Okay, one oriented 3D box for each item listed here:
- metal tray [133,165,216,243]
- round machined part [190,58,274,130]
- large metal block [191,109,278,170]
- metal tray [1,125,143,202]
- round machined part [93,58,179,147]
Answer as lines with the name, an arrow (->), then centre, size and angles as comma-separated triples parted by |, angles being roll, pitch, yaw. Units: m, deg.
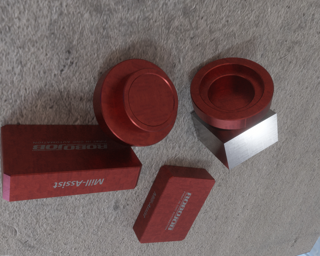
metal tray -> 0.022, 0.123, 0.494 | 0.091, 0.030, 0.129 | 10, 113, -33
round machined part -> 0.089, -0.039, 0.390 | 0.098, 0.098, 0.042 | -31, 147, -9
large metal block -> 0.102, -0.001, 0.427 | 0.080, 0.080, 0.050 | -29, 130, -11
metal tray -> -0.096, 0.031, 0.331 | 0.131, 0.090, 0.030 | 0, 120, -29
round machined part -> -0.019, -0.028, 0.340 | 0.099, 0.042, 0.097 | 3, 84, -34
